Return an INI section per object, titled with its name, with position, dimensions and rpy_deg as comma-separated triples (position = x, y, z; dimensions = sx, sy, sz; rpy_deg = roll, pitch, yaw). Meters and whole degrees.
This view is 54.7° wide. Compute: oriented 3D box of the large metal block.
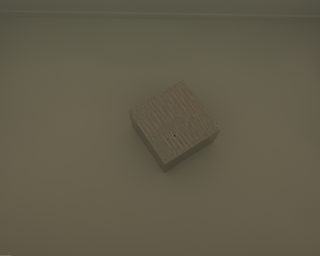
[large metal block]
position = 0.017, -0.001, 0.397
dimensions = 0.080, 0.050, 0.080
rpy_deg = -31, 73, -11
